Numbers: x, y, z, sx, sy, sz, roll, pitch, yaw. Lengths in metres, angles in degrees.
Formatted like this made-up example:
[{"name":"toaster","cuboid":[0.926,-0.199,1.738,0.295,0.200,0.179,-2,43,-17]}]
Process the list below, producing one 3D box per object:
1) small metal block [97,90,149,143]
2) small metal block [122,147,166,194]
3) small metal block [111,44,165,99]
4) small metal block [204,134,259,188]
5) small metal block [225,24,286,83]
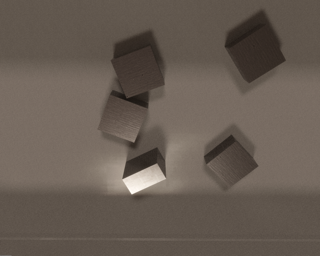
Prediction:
[{"name":"small metal block","cuboid":[-0.048,-0.015,0.405,0.050,0.025,0.050,20,109,-8]},{"name":"small metal block","cuboid":[-0.020,0.057,0.419,0.050,0.050,0.025,-26,108,9]},{"name":"small metal block","cuboid":[-0.026,-0.071,0.385,0.050,0.025,0.050,-19,109,6]},{"name":"small metal block","cuboid":[0.098,0.046,0.430,0.050,0.025,0.050,-41,106,13]},{"name":"small metal block","cuboid":[0.116,-0.091,0.379,0.050,0.025,0.050,-32,107,11]}]
